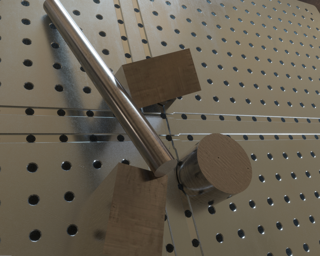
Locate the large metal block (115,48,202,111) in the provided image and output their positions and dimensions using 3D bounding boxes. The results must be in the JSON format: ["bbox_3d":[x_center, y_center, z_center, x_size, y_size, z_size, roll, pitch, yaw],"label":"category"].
[{"bbox_3d":[-0.007,-0.055,0.382,0.081,0.080,0.050,-18,95,-15],"label":"large metal block"}]

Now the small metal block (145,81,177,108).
[{"bbox_3d":[0.001,-0.065,0.450,0.050,0.025,0.050,24,53,-14],"label":"small metal block"}]

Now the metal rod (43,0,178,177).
[{"bbox_3d":[-0.073,-0.067,0.359,0.025,0.025,0.300,-14,53,-34],"label":"metal rod"}]

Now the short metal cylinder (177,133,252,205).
[{"bbox_3d":[0.070,0.053,0.399,0.081,0.050,0.080,14,56,-21],"label":"short metal cylinder"}]

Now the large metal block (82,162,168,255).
[{"bbox_3d":[-0.035,0.090,0.300,0.050,0.080,0.080,18,55,-18],"label":"large metal block"}]
